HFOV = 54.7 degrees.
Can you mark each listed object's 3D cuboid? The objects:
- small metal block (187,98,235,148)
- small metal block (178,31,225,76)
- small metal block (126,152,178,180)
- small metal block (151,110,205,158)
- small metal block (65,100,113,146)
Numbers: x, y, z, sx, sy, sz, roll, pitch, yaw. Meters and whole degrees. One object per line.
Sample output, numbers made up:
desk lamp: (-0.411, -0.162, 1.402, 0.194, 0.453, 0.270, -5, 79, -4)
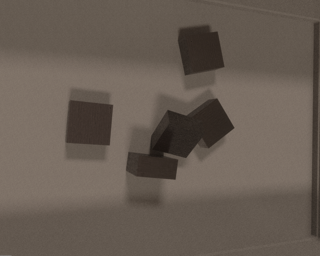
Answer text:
small metal block: (0.069, -0.007, 0.437, 0.050, 0.025, 0.050, -36, 102, -17)
small metal block: (0.058, -0.104, 0.433, 0.050, 0.025, 0.050, -14, 95, -20)
small metal block: (-0.011, 0.048, 0.394, 0.050, 0.050, 0.025, 8, 87, -20)
small metal block: (0.023, 0.009, 0.405, 0.050, 0.050, 0.025, 16, 40, -20)
small metal block: (-0.087, -0.006, 0.379, 0.050, 0.025, 0.050, 5, 88, -20)
